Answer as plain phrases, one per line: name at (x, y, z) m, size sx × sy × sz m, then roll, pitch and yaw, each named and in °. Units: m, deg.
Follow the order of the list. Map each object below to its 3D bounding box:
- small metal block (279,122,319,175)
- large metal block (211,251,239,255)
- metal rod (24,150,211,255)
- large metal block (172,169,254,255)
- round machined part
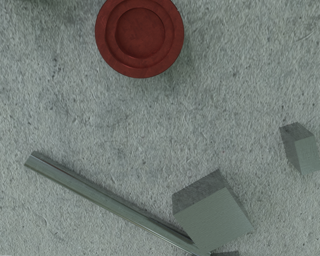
small metal block at (0.184, 0.026, 0.409) m, size 0.025 × 0.050 × 0.050 m, roll -19°, pitch 109°, yaw 6°
large metal block at (0.090, 0.248, 0.489) m, size 0.080 × 0.050 × 0.079 m, roll -7°, pitch 110°, yaw 2°
metal rod at (-0.053, 0.119, 0.452) m, size 0.301 × 0.025 × 0.025 m, roll 32°, pitch 107°, yaw -12°
large metal block at (0.073, 0.119, 0.441) m, size 0.080 × 0.050 × 0.080 m, roll -32°, pitch 107°, yaw 10°
round machined part at (-0.022, -0.110, 0.360) m, size 0.099 × 0.042 × 0.097 m, roll 0°, pitch 110°, yaw -1°
